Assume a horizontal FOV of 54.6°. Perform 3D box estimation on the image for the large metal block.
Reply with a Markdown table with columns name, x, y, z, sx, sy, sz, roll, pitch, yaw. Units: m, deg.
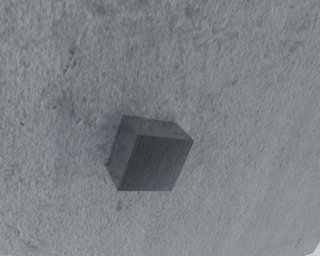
| name | x | y | z | sx | sy | sz | roll | pitch | yaw |
| --- | --- | --- | --- | --- | --- | --- | --- | --- | --- |
| large metal block | -0.015 | 0.034 | 0.403 | 0.081 | 0.050 | 0.080 | 8 | 115 | -32 |
